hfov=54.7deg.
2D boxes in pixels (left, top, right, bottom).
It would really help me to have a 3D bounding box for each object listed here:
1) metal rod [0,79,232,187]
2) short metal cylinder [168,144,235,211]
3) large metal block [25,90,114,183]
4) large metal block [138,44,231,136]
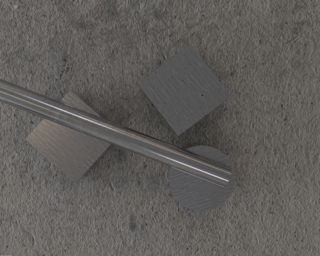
[{"bbox_3d":[-0.063,0.003,0.359,0.301,0.025,0.025,21,90,0],"label":"metal rod"},{"bbox_3d":[0.051,0.061,0.398,0.081,0.050,0.080,0,90,0],"label":"short metal cylinder"},{"bbox_3d":[-0.105,0.010,0.397,0.080,0.050,0.080,42,90,0],"label":"large metal block"},{"bbox_3d":[0.029,-0.046,0.398,0.080,0.050,0.080,-37,90,0],"label":"large metal block"}]
